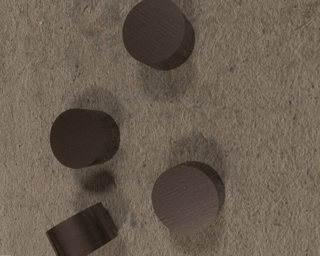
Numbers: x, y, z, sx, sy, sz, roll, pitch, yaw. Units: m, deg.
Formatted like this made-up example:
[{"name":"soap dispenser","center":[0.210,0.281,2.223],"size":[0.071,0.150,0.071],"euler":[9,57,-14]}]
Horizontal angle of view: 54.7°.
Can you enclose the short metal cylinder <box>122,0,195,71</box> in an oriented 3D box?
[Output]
[{"name":"short metal cylinder","center":[0.000,-0.117,0.395],"size":[0.080,0.050,0.079],"euler":[0,90,19]}]

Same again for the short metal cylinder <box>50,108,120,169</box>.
[{"name":"short metal cylinder","center":[-0.103,0.014,0.431],"size":[0.080,0.050,0.079],"euler":[0,90,19]}]

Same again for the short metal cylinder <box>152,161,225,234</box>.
[{"name":"short metal cylinder","center":[0.036,0.083,0.382],"size":[0.080,0.050,0.079],"euler":[0,90,19]}]

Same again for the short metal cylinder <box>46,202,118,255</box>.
[{"name":"short metal cylinder","center":[-0.104,0.142,0.415],"size":[0.080,0.080,0.050],"euler":[-33,80,17]}]
